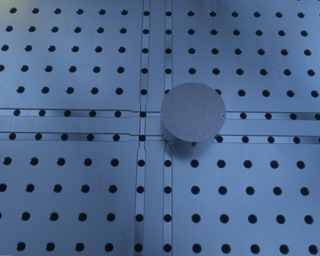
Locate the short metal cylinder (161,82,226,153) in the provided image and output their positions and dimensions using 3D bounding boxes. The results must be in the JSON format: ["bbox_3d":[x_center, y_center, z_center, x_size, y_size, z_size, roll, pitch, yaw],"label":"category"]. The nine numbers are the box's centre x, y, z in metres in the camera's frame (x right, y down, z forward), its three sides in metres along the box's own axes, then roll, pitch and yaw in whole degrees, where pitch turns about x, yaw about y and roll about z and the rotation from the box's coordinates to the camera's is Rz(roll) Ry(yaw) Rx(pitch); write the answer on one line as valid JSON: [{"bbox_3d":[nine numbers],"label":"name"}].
[{"bbox_3d":[0.041,-0.012,0.404,0.081,0.050,0.080,0,70,-1],"label":"short metal cylinder"}]
